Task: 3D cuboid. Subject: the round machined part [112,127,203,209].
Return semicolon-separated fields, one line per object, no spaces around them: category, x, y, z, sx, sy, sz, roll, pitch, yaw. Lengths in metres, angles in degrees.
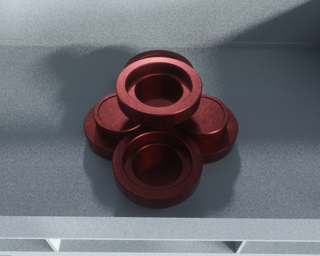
round machined part;-0.003;0.047;0.352;0.099;0.042;0.098;0;50;0

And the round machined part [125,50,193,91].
round machined part;-0.002;-0.066;0.447;0.099;0.042;0.098;0;50;0

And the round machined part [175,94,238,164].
round machined part;0.051;-0.006;0.397;0.099;0.042;0.098;0;50;0

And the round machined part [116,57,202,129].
round machined part;-0.001;-0.037;0.368;0.099;0.042;0.098;0;50;0

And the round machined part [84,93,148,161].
round machined part;-0.048;-0.009;0.398;0.099;0.042;0.098;0;50;0
